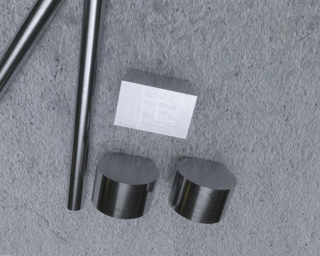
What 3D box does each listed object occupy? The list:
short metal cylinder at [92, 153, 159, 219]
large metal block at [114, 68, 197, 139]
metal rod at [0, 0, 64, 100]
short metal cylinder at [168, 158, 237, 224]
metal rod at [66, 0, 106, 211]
[{"bbox_3d":[-0.046,0.074,0.407,0.081,0.080,0.050,11,110,-4],"label":"short metal cylinder"},{"bbox_3d":[-0.005,-0.032,0.368,0.081,0.080,0.050,11,110,-4],"label":"large metal block"},{"bbox_3d":[-0.176,-0.087,0.375,0.025,0.025,0.299,37,106,-13],"label":"metal rod"},{"bbox_3d":[0.055,0.081,0.411,0.081,0.080,0.050,12,110,-5],"label":"short metal cylinder"},{"bbox_3d":[-0.097,-0.025,0.399,0.025,0.025,0.298,9,110,-4],"label":"metal rod"}]
